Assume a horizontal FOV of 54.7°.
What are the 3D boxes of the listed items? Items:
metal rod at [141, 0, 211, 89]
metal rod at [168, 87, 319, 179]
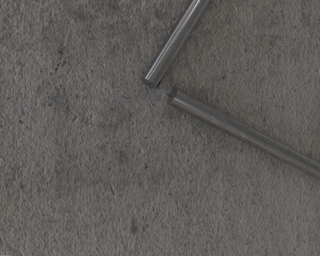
[{"bbox_3d":[0.061,-0.185,0.431,0.025,0.025,0.300,34,79,-17],"label":"metal rod"},{"bbox_3d":[0.146,0.017,0.463,0.302,0.025,0.025,25,82,-19],"label":"metal rod"}]
